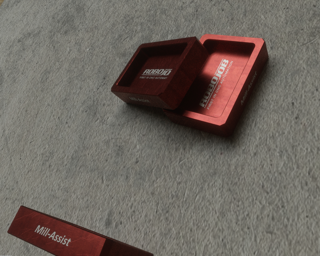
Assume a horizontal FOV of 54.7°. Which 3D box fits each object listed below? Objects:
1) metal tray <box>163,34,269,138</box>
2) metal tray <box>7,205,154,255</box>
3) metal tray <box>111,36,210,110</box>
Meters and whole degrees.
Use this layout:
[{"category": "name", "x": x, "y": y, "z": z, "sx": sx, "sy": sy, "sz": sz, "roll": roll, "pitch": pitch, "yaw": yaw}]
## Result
[{"category": "metal tray", "x": 0.072, "y": -0.059, "z": 0.399, "sx": 0.090, "sy": 0.030, "sz": 0.130, "roll": 17, "pitch": 71, "yaw": 34}, {"category": "metal tray", "x": -0.084, "y": 0.123, "z": 0.330, "sx": 0.130, "sy": 0.090, "sz": 0.030, "roll": 7, "pitch": 66, "yaw": 31}, {"category": "metal tray", "x": -0.005, "y": -0.075, "z": 0.422, "sx": 0.130, "sy": 0.030, "sz": 0.090, "roll": 14, "pitch": 69, "yaw": 53}]
